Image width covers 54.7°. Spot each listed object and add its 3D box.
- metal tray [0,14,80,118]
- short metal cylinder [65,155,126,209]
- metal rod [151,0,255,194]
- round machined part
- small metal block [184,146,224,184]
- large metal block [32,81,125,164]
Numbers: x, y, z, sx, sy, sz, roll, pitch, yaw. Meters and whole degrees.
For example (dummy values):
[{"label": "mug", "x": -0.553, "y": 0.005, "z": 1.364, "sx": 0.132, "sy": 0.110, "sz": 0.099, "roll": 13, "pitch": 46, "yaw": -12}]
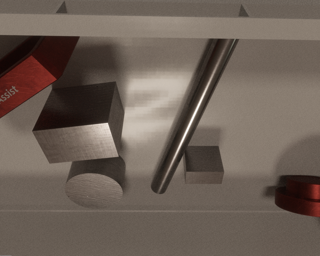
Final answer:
[{"label": "metal tray", "x": -0.148, "y": -0.054, "z": 0.317, "sx": 0.130, "sy": 0.090, "sz": 0.030, "roll": -27, "pitch": 125, "yaw": 21}, {"label": "short metal cylinder", "x": -0.093, "y": 0.074, "z": 0.454, "sx": 0.081, "sy": 0.050, "sz": 0.079, "roll": 0, "pitch": 130, "yaw": 0}, {"label": "metal rod", "x": 0.040, "y": -0.015, "z": 0.396, "sx": 0.025, "sy": 0.025, "sz": 0.298, "roll": 12, "pitch": 129, "yaw": -11}, {"label": "round machined part", "x": 0.224, "y": 0.097, "z": 0.461, "sx": 0.099, "sy": 0.098, "sz": 0.042, "roll": 2, "pitch": 92, "yaw": -2}, {"label": "small metal block", "x": 0.060, "y": 0.051, "z": 0.438, "sx": 0.050, "sy": 0.050, "sz": 0.025, "roll": 0, "pitch": 130, "yaw": -1}, {"label": "large metal block", "x": -0.090, "y": -0.008, "z": 0.365, "sx": 0.080, "sy": 0.080, "sz": 0.050, "roll": -6, "pitch": 130, "yaw": 5}]
